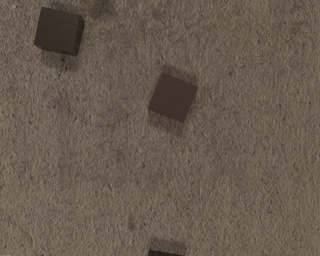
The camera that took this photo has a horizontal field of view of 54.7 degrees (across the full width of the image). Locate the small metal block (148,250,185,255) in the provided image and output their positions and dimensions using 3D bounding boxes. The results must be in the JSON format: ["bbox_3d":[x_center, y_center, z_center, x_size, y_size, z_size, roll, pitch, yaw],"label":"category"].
[{"bbox_3d":[0.005,0.195,0.410,0.050,0.025,0.050,10,90,-1],"label":"small metal block"}]

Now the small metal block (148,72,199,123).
[{"bbox_3d":[0.017,-0.039,0.410,0.050,0.025,0.050,22,90,-1],"label":"small metal block"}]

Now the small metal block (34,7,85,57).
[{"bbox_3d":[-0.132,-0.126,0.408,0.050,0.025,0.050,12,90,-1],"label":"small metal block"}]
